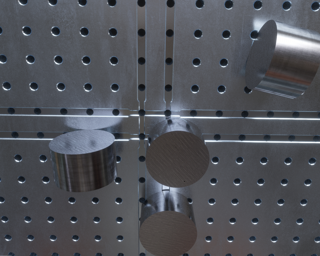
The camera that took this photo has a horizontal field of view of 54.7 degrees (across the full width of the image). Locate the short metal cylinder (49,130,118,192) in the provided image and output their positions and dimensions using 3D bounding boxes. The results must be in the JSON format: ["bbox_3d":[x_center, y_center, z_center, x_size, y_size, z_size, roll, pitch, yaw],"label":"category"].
[{"bbox_3d":[-0.097,0.039,0.397,0.081,0.080,0.050,-1,110,0],"label":"short metal cylinder"}]

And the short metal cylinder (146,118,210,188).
[{"bbox_3d":[0.022,0.032,0.412,0.081,0.050,0.079,0,110,-1],"label":"short metal cylinder"}]

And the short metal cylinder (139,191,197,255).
[{"bbox_3d":[0.011,0.139,0.452,0.081,0.050,0.079,0,110,-1],"label":"short metal cylinder"}]

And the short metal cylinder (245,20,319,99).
[{"bbox_3d":[0.139,-0.078,0.357,0.050,0.080,0.079,12,110,-5],"label":"short metal cylinder"}]
